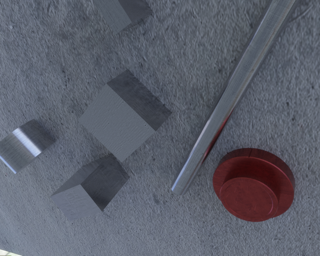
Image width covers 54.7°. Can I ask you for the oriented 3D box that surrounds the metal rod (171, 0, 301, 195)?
[{"bbox_3d":[0.073,-0.022,0.353,0.025,0.025,0.298,30,128,9],"label":"metal rod"}]

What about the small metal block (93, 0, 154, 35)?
[{"bbox_3d":[-0.040,-0.133,0.328,0.025,0.050,0.050,-24,105,36],"label":"small metal block"}]

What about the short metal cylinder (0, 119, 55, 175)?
[{"bbox_3d":[-0.219,0.030,0.502,0.080,0.080,0.050,-34,100,38],"label":"short metal cylinder"}]

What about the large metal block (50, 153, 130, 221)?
[{"bbox_3d":[-0.107,0.092,0.482,0.080,0.080,0.050,-25,105,36],"label":"large metal block"}]

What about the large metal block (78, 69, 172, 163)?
[{"bbox_3d":[-0.046,-0.015,0.404,0.080,0.050,0.080,45,129,-3],"label":"large metal block"}]

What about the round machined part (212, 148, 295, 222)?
[{"bbox_3d":[0.113,0.077,0.383,0.098,0.042,0.097,13,124,20],"label":"round machined part"}]
